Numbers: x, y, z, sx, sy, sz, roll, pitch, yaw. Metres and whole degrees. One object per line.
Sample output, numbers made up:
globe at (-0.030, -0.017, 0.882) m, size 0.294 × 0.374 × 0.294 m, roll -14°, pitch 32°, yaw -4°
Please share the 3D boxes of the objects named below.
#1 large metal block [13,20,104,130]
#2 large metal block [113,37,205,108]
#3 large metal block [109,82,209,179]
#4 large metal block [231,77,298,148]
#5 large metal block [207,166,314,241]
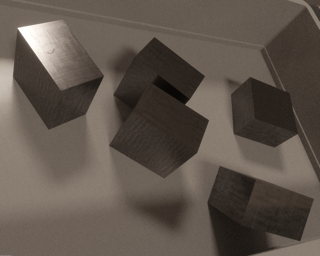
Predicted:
large metal block at (-0.116, -0.058, 0.344) m, size 0.050 × 0.080 × 0.080 m, roll -29°, pitch 78°, yaw -38°
large metal block at (-0.003, -0.055, 0.404) m, size 0.080 × 0.080 × 0.050 m, roll 37°, pitch 51°, yaw -4°
large metal block at (-0.003, 0.006, 0.367) m, size 0.080 × 0.080 × 0.050 m, roll 32°, pitch 51°, yaw -8°
large metal block at (0.164, -0.024, 0.495) m, size 0.081 × 0.050 × 0.080 m, roll 17°, pitch 55°, yaw -19°
large metal block at (0.117, 0.088, 0.373) m, size 0.081 × 0.080 × 0.050 m, roll 20°, pitch 88°, yaw -17°
